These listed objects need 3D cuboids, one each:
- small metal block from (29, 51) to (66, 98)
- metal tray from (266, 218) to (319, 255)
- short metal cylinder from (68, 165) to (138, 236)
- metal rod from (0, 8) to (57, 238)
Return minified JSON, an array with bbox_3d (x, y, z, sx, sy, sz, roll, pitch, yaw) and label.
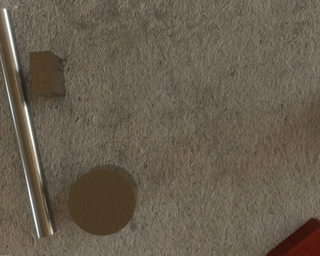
[{"bbox_3d":[-0.142,-0.067,0.396,0.025,0.050,0.050,-5,90,0],"label":"small metal block"},{"bbox_3d":[0.217,0.198,0.410,0.090,0.030,0.130,-39,90,0],"label":"metal tray"},{"bbox_3d":[-0.070,0.090,0.397,0.081,0.050,0.080,0,90,0],"label":"short metal cylinder"},{"bbox_3d":[-0.180,-0.006,0.408,0.025,0.025,0.298,-12,90,0],"label":"metal rod"}]
